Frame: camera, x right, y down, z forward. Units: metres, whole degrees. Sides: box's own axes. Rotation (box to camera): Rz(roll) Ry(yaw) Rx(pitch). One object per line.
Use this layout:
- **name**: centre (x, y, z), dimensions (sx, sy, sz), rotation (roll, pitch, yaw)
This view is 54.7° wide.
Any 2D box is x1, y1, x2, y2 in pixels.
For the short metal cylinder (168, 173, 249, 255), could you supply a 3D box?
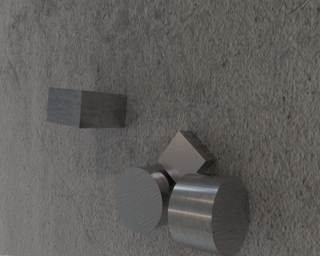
- **short metal cylinder**: centre (0.053, 0.089, 0.326), dimensions (0.050, 0.081, 0.080), rotation (-3, 88, 40)

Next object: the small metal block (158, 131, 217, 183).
- **small metal block**: centre (0.032, 0.038, 0.379), dimensions (0.050, 0.025, 0.050), rotation (49, 119, 28)

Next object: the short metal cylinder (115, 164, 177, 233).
- **short metal cylinder**: centre (-0.012, 0.088, 0.399), dimensions (0.080, 0.050, 0.080), rotation (0, 90, 40)

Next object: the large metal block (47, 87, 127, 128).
- **large metal block**: centre (-0.108, -0.030, 0.458), dimensions (0.080, 0.081, 0.050), rotation (10, 96, 39)
